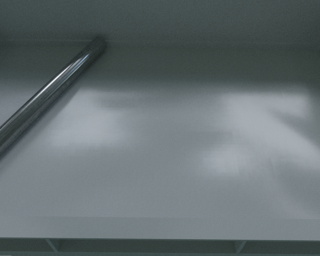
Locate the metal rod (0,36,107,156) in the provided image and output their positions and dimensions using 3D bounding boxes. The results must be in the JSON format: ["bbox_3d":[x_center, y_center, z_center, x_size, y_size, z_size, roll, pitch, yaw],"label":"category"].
[{"bbox_3d":[-0.165,-0.040,0.436,0.025,0.025,0.301,20,53,16],"label":"metal rod"}]

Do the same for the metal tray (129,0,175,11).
[{"bbox_3d":[-0.024,-0.296,0.652,0.091,0.030,0.130,-8,51,-7],"label":"metal tray"}]
